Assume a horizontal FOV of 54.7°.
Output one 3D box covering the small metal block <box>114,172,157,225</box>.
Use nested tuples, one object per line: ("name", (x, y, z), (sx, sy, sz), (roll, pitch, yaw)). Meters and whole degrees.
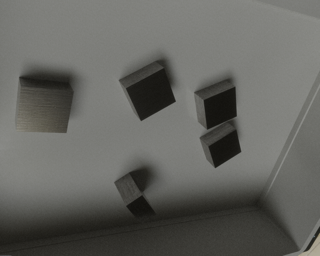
("small metal block", (-0.035, 0.099, 0.436), (0.025, 0.050, 0.050), (-34, 129, -7))

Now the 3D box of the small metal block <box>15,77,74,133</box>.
("small metal block", (-0.123, -0.023, 0.328), (0.050, 0.025, 0.050), (3, 117, -30))

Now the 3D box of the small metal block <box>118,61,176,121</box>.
("small metal block", (-0.014, -0.044, 0.375), (0.050, 0.025, 0.050), (-30, 129, -10))

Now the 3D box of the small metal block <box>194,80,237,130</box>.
("small metal block", (0.078, -0.033, 0.434), (0.050, 0.025, 0.050), (-24, 127, -14))

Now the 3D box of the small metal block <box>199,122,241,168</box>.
("small metal block", (0.094, 0.026, 0.479), (0.050, 0.025, 0.050), (-30, 129, -9))
